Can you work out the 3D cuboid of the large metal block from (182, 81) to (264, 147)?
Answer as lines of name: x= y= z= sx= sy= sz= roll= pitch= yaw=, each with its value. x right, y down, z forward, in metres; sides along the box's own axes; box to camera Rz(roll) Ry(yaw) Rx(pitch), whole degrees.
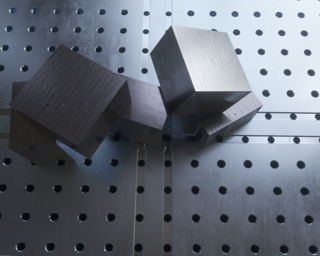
large metal block: x=0.073 y=-0.034 z=0.412 sx=0.080 sy=0.050 sz=0.080 roll=-29 pitch=73 yaw=-10

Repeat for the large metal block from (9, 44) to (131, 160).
large metal block: x=-0.088 y=-0.026 z=0.321 sx=0.080 sy=0.050 sz=0.080 roll=29 pitch=72 yaw=10

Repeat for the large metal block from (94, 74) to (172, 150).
large metal block: x=-0.028 y=-0.019 z=0.388 sx=0.080 sy=0.080 sz=0.050 roll=18 pitch=71 yaw=6

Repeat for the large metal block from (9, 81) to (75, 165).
large metal block: x=-0.141 y=-0.005 z=0.382 sx=0.050 sy=0.080 sz=0.080 roll=-6 pitch=70 yaw=-2

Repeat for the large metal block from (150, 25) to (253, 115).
large metal block: x=0.045 y=-0.063 z=0.349 sx=0.081 sy=0.050 sz=0.080 roll=-4 pitch=67 yaw=-33
